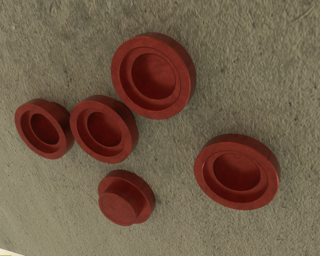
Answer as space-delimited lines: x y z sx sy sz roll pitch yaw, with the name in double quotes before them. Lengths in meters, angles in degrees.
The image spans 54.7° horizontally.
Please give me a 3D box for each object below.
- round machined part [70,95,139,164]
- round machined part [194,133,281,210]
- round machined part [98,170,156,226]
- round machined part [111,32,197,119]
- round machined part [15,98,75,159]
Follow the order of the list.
"round machined part" -0.073 -0.002 0.433 0.098 0.042 0.097 13 124 21
"round machined part" 0.095 0.048 0.376 0.098 0.042 0.097 13 124 21
"round machined part" -0.060 0.119 0.501 0.098 0.042 0.097 13 124 21
"round machined part" -0.004 -0.062 0.359 0.098 0.042 0.097 13 124 21
"round machined part" -0.174 -0.002 0.486 0.098 0.042 0.097 13 124 21
